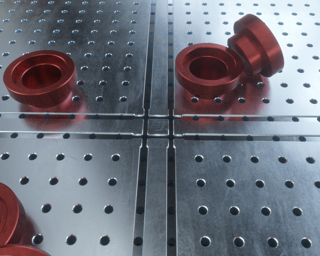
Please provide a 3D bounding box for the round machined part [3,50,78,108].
[{"bbox_3d":[-0.170,-0.068,0.453,0.099,0.042,0.098,0,50,0],"label":"round machined part"}]

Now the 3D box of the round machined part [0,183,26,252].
[{"bbox_3d":[-0.184,0.104,0.308,0.099,0.042,0.098,0,49,1],"label":"round machined part"}]

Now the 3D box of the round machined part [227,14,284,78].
[{"bbox_3d":[0.137,-0.116,0.465,0.042,0.098,0.098,-33,54,4],"label":"round machined part"}]

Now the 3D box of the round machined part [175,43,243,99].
[{"bbox_3d":[0.072,-0.082,0.466,0.099,0.042,0.098,0,50,0],"label":"round machined part"}]

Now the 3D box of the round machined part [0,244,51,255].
[{"bbox_3d":[-0.125,0.147,0.255,0.099,0.042,0.098,6,72,-17],"label":"round machined part"}]
